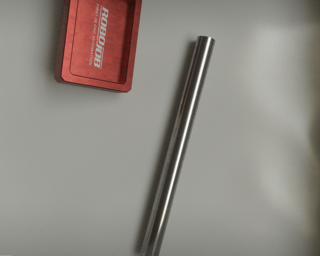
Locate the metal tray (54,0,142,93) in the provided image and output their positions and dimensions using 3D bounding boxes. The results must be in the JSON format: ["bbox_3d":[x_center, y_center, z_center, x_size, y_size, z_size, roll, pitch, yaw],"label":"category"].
[{"bbox_3d":[-0.075,-0.114,0.385,0.091,0.030,0.129,7,91,-33],"label":"metal tray"}]

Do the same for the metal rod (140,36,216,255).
[{"bbox_3d":[0.024,0.026,0.411,0.025,0.025,0.298,15,90,-1],"label":"metal rod"}]
